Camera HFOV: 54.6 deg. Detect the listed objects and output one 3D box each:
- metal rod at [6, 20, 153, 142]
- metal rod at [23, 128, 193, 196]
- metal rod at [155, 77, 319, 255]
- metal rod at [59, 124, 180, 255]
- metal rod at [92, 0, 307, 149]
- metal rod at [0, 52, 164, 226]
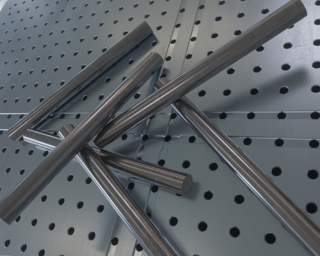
[{"bbox_3d":[-0.137,-0.079,0.530,0.300,0.025,0.025,-38,51,2],"label":"metal rod"},{"bbox_3d":[-0.092,0.039,0.434,0.300,0.025,0.025,12,68,33],"label":"metal rod"},{"bbox_3d":[0.077,0.028,0.351,0.025,0.025,0.300,-40,51,1],"label":"metal rod"},{"bbox_3d":[-0.039,0.090,0.354,0.025,0.025,0.300,-45,57,-3],"label":"metal rod"},{"bbox_3d":[0.036,-0.059,0.388,0.300,0.025,0.025,-32,51,15],"label":"metal rod"},{"bbox_3d":[-0.088,-0.005,0.405,0.025,0.025,0.301,16,53,34],"label":"metal rod"}]
